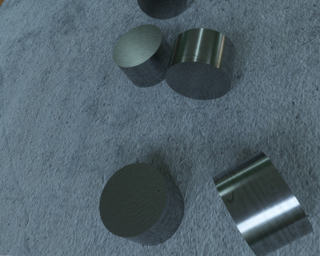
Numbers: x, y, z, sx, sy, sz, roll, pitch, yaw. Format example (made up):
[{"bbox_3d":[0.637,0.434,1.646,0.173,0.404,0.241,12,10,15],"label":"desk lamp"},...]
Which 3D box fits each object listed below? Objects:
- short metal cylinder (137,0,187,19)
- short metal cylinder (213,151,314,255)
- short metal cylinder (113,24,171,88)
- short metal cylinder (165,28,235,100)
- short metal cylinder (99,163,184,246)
[{"bbox_3d":[0.004,-0.226,0.505,0.080,0.080,0.050,-10,58,23],"label":"short metal cylinder"},{"bbox_3d":[0.090,0.067,0.280,0.050,0.080,0.080,-31,52,8],"label":"short metal cylinder"},{"bbox_3d":[-0.023,-0.108,0.467,0.080,0.050,0.080,-13,56,21],"label":"short metal cylinder"},{"bbox_3d":[0.051,-0.078,0.389,0.080,0.080,0.050,0,62,28],"label":"short metal cylinder"},{"bbox_3d":[-0.019,0.085,0.346,0.080,0.050,0.080,-13,56,21],"label":"short metal cylinder"}]
